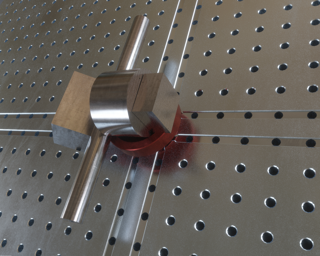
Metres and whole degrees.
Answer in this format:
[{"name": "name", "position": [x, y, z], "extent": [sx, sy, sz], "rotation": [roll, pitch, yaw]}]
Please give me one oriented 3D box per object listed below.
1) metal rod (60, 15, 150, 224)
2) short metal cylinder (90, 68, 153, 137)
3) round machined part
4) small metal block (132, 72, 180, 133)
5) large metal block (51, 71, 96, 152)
[{"name": "metal rod", "position": [-0.062, -0.029, 0.404], "extent": [0.025, 0.025, 0.300], "rotation": [1, 62, 28]}, {"name": "short metal cylinder", "position": [-0.038, -0.029, 0.371], "extent": [0.050, 0.080, 0.080], "rotation": [1, 62, 28]}, {"name": "round machined part", "position": [-0.017, -0.007, 0.408], "extent": [0.098, 0.042, 0.098], "rotation": [-13, 56, 20]}, {"name": "small metal block", "position": [-0.003, -0.028, 0.355], "extent": [0.025, 0.050, 0.050], "rotation": [1, 63, 28]}, {"name": "large metal block", "position": [-0.110, -0.019, 0.433], "extent": [0.050, 0.080, 0.080], "rotation": [19, 65, -9]}]
